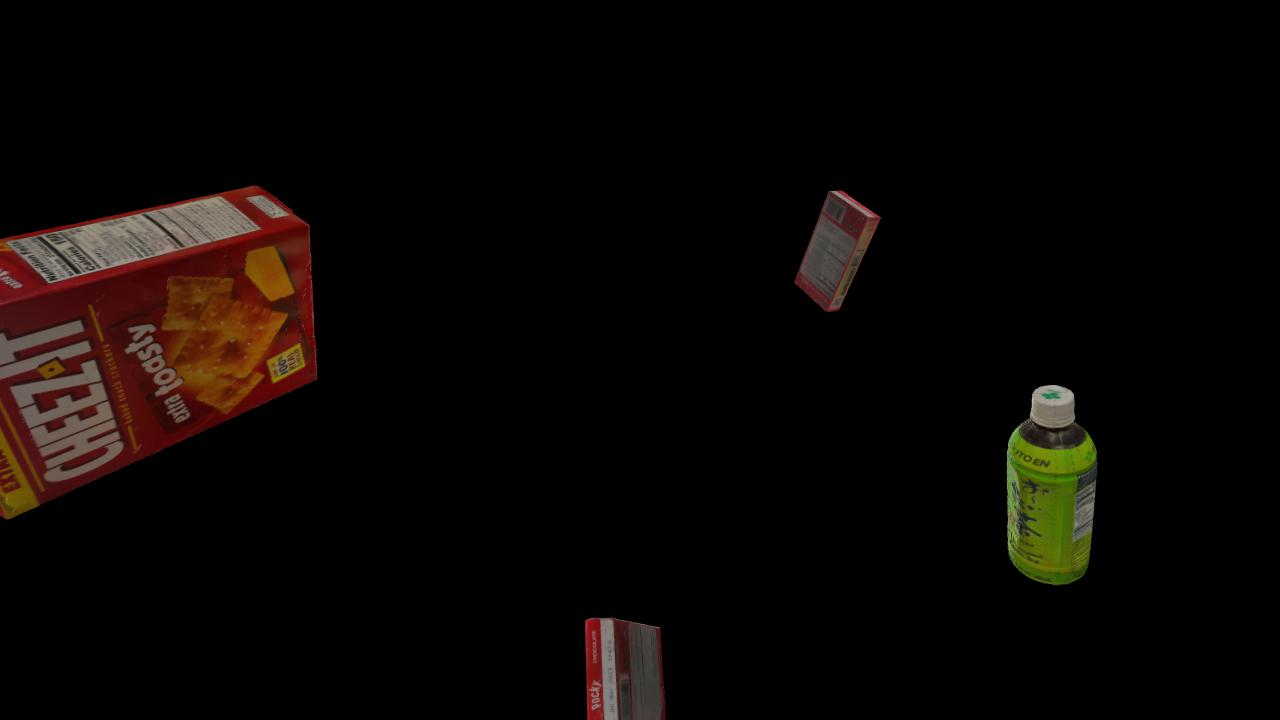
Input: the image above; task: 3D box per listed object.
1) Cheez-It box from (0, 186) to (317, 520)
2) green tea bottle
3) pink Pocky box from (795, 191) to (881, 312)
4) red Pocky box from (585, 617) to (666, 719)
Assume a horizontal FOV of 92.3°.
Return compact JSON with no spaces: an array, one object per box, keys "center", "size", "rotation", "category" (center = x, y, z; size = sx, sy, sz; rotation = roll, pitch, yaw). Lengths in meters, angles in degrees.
[{"center":[-0.351,-0.015,0.436],"size":[0.071,0.166,0.223],"rotation":[34,39,17],"category":"Cheez-It box"},{"center":[0.385,0.117,0.577],"size":[0.073,0.212,0.073],"rotation":[-13,29,7],"category":"green tea bottle"},{"center":[0.280,-0.155,0.887],"size":[0.029,0.155,0.084],"rotation":[-9,43,-26],"category":"pink Pocky box"},{"center":[-0.009,0.265,0.515],"size":[0.028,0.083,0.155],"rotation":[-10,-28,11],"category":"red Pocky box"}]
